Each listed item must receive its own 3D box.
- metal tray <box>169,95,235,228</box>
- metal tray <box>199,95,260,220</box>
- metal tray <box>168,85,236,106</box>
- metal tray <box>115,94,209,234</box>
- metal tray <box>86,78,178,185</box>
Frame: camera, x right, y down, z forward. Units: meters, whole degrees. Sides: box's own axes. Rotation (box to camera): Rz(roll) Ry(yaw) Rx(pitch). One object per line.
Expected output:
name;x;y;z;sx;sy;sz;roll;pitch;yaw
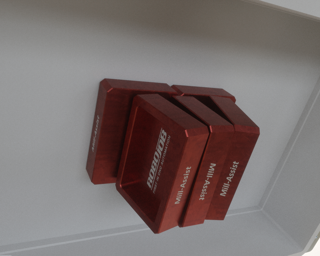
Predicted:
metal tray;0.031;0.037;0.364;0.030;0.090;0.129;0;117;-28
metal tray;0.068;0.036;0.382;0.030;0.090;0.129;7;116;-16
metal tray;0.043;0.008;0.432;0.091;0.030;0.129;0;118;-29
metal tray;-0.004;0.038;0.343;0.030;0.090;0.129;-8;123;-40
metal tray;-0.036;0.007;0.387;0.091;0.030;0.129;0;118;-29
